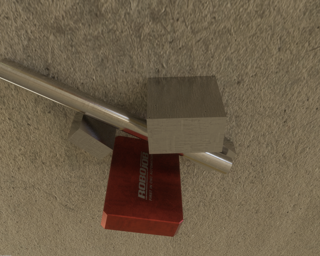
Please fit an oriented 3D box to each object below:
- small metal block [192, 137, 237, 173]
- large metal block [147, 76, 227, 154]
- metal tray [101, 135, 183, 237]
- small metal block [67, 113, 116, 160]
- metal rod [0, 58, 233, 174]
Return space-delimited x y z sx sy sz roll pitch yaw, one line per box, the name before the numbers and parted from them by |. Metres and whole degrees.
small metal block | 0.070 0.030 0.436 0.050 0.025 0.050 34 122 -26
large metal block | 0.027 -0.017 0.357 0.081 0.080 0.050 -2 130 1
metal tray | -0.021 0.069 0.399 0.091 0.130 0.030 10 129 -8
small metal block | -0.085 0.005 0.394 0.050 0.050 0.025 37 121 -27
metal rod | -0.044 -0.009 0.383 0.302 0.025 0.025 24 126 -13
